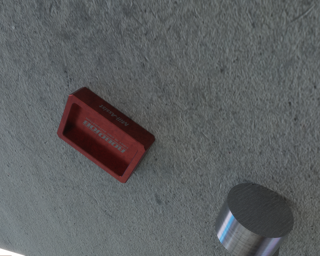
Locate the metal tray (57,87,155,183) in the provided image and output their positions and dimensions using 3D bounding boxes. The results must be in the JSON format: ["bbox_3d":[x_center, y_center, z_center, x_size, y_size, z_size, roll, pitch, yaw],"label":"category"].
[{"bbox_3d":[-0.082,0.012,0.454,0.130,0.030,0.089,35,129,4],"label":"metal tray"}]

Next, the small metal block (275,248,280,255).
[{"bbox_3d":[0.133,0.165,0.423,0.050,0.050,0.025,25,127,13],"label":"small metal block"}]

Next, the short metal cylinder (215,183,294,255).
[{"bbox_3d":[0.114,0.115,0.382,0.080,0.080,0.050,24,127,14],"label":"short metal cylinder"}]
